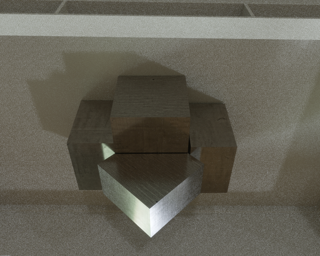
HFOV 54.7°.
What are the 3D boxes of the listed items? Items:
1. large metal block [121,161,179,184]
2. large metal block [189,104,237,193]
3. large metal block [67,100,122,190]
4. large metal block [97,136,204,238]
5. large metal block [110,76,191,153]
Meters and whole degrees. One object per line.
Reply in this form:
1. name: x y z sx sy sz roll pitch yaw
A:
1. large metal block: -0.009 0.059 0.421 0.081 0.080 0.050 0 130 0
2. large metal block: 0.058 0.025 0.390 0.050 0.080 0.079 0 130 -1
3. large metal block: -0.075 0.021 0.389 0.050 0.080 0.079 0 130 0
4. large metal block: -0.009 0.057 0.346 0.081 0.080 0.050 -33 140 -33
5. large metal block: -0.010 -0.018 0.356 0.081 0.080 0.050 0 130 0
